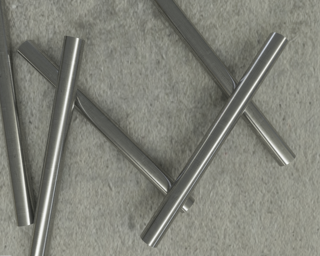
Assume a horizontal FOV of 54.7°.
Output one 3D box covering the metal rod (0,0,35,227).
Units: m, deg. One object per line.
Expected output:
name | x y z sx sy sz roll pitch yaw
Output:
metal rod | -0.196 -0.022 0.407 0.025 0.025 0.298 -8 90 0

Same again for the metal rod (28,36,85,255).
metal rod | -0.133 0.037 0.391 0.025 0.025 0.298 12 96 -1

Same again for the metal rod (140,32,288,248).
metal rod | 0.067 0.014 0.384 0.025 0.025 0.299 33 90 -1

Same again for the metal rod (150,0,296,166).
metal rod | 0.077 -0.075 0.410 0.025 0.025 0.300 -38 91 0

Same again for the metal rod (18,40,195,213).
metal rod | -0.070 -0.002 0.409 0.300 0.025 0.025 44 90 -1
